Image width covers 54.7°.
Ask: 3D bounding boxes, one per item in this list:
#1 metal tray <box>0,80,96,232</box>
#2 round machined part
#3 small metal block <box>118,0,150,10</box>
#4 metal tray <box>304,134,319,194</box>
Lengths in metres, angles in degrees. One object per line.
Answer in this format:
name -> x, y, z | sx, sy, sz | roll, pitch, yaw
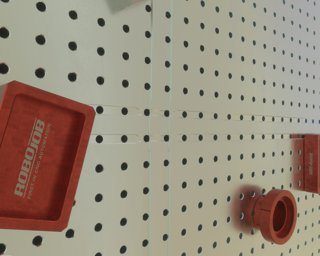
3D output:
metal tray -> -0.123, 0.030, 0.302 | 0.091, 0.030, 0.129 | 20, 78, -38
round machined part -> 0.210, 0.161, 0.574 | 0.099, 0.042, 0.097 | 0, 90, -40
small metal block -> -0.032, -0.180, 0.382 | 0.050, 0.025, 0.050 | -36, 112, -34
metal tray -> 0.368, 0.079, 0.714 | 0.091, 0.030, 0.129 | -1, 91, -40
